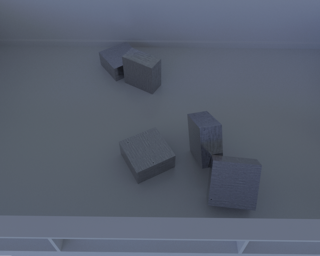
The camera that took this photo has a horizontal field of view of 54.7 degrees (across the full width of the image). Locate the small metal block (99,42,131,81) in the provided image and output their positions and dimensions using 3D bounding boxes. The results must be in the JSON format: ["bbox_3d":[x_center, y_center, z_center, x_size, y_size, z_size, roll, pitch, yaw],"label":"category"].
[{"bbox_3d":[-0.062,-0.107,0.494,0.050,0.025,0.050,-28,55,-22],"label":"small metal block"}]

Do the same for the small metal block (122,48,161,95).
[{"bbox_3d":[-0.026,-0.084,0.459,0.050,0.050,0.025,25,55,19],"label":"small metal block"}]

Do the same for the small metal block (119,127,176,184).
[{"bbox_3d":[-0.016,0.032,0.378,0.050,0.025,0.050,-22,54,-18],"label":"small metal block"}]

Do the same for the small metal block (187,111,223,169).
[{"bbox_3d":[0.053,0.013,0.367,0.025,0.050,0.050,-10,22,-8],"label":"small metal block"}]

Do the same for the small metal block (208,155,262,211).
[{"bbox_3d":[0.079,0.059,0.337,0.050,0.050,0.025,5,9,4],"label":"small metal block"}]
